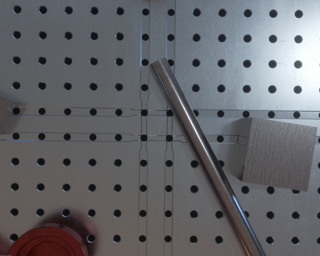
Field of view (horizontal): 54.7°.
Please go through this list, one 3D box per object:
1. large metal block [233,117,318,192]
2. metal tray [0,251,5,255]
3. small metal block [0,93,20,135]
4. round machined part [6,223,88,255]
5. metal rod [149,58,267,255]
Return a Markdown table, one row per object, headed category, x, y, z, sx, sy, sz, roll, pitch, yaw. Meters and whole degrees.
| category | x | y | z | sx | sy | sz | roll | pitch | yaw |
| --- | --- | --- | --- | --- | --- | --- | --- | --- | --- |
| large metal block | 0.146 | 0.032 | 0.402 | 0.080 | 0.050 | 0.080 | 9 | 90 | 0 |
| metal tray | -0.254 | 0.223 | 0.409 | 0.090 | 0.030 | 0.130 | 42 | 90 | 0 |
| small metal block | -0.226 | -0.024 | 0.411 | 0.050 | 0.025 | 0.050 | 27 | 90 | 0 |
| round machined part | -0.142 | 0.172 | 0.400 | 0.099 | 0.042 | 0.097 | 0 | 86 | -6 |
| metal rod | 0.065 | 0.046 | 0.413 | 0.025 | 0.025 | 0.299 | -27 | 90 | 0 |
